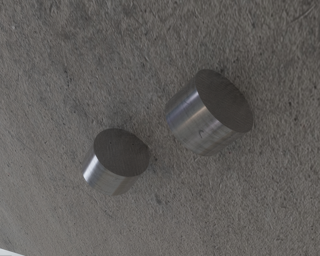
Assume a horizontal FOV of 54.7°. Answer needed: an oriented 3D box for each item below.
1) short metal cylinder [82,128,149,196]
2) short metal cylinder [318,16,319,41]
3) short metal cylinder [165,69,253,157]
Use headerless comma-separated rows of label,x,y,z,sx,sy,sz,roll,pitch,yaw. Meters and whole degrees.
short metal cylinder,-0.062,0.047,0.433,0.080,0.080,0.050,38,129,2
short metal cylinder,0.163,-0.092,0.228,0.080,0.080,0.050,6,121,25
short metal cylinder,0.053,-0.016,0.333,0.080,0.080,0.050,45,129,-3
